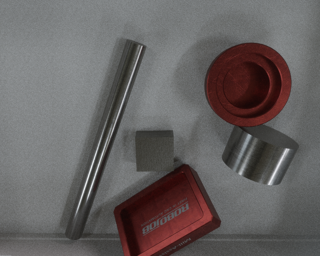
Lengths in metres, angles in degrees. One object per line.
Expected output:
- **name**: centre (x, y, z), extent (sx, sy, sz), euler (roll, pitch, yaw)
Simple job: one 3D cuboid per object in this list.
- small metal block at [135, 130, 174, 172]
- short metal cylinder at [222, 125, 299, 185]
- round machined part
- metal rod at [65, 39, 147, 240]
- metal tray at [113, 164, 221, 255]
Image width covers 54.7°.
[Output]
- **small metal block**: centre (-0.007, 0.031, 0.423), extent (0.050, 0.025, 0.050), euler (-1, 110, 0)
- **short metal cylinder**: centre (0.126, 0.029, 0.395), extent (0.080, 0.080, 0.050), euler (16, 110, -6)
- **round machined part**: centre (0.103, -0.052, 0.379), extent (0.099, 0.042, 0.097), euler (0, 100, 0)
- **metal rod**: centre (-0.079, 0.029, 0.420), extent (0.025, 0.025, 0.298), euler (19, 109, -7)
- **metal tray**: centre (0.005, 0.120, 0.419), extent (0.130, 0.090, 0.030), euler (-34, 138, 11)
